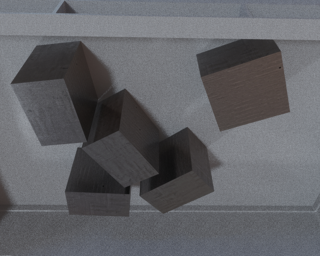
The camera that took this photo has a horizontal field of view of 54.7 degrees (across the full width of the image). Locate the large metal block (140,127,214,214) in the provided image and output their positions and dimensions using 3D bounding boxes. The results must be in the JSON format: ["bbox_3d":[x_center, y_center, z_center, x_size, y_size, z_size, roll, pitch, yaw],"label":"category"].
[{"bbox_3d":[0.021,0.057,0.422,0.080,0.080,0.050,-30,124,23],"label":"large metal block"}]

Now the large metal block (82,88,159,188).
[{"bbox_3d":[-0.044,0.012,0.383,0.050,0.080,0.080,-25,126,19],"label":"large metal block"}]

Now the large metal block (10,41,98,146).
[{"bbox_3d":[-0.108,-0.038,0.339,0.050,0.080,0.080,-5,130,4],"label":"large metal block"}]

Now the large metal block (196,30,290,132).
[{"bbox_3d":[0.094,-0.051,0.351,0.080,0.050,0.080,-17,129,13],"label":"large metal block"}]

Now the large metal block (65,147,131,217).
[{"bbox_3d":[-0.081,0.075,0.436,0.081,0.080,0.050,3,130,-3],"label":"large metal block"}]
